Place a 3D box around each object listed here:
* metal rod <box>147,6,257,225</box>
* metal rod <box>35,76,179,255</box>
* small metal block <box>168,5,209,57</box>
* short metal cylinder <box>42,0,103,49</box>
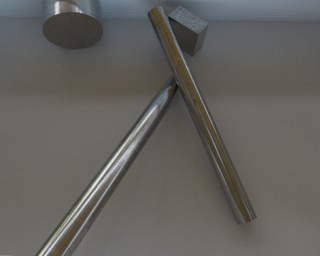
[{"bbox_3d":[0.049,-0.025,0.400,0.025,0.025,0.299,-21,79,-8],"label":"metal rod"},{"bbox_3d":[-0.039,0.030,0.335,0.025,0.025,0.301,25,48,8],"label":"metal rod"},{"bbox_3d":[0.038,-0.139,0.447,0.050,0.050,0.025,36,70,11],"label":"small metal block"},{"bbox_3d":[-0.123,-0.156,0.436,0.081,0.080,0.050,-8,71,-3],"label":"short metal cylinder"}]
